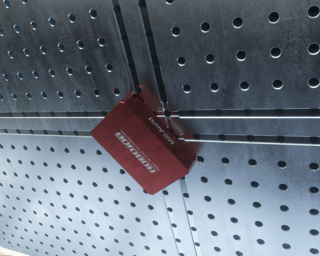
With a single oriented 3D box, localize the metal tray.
[{"bbox_3d":[-0.025,0.026,0.438,0.130,0.030,0.090,47,129,-5],"label":"metal tray"}]
